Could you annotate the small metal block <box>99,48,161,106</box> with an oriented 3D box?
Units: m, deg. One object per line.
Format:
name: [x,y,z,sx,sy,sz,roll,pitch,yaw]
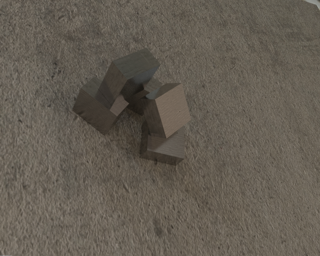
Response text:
small metal block: [-0.034,-0.056,0.342,0.050,0.050,0.025,-33,81,-38]

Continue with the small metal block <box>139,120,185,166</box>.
small metal block: [0.003,0.017,0.398,0.050,0.025,0.050,15,56,-20]

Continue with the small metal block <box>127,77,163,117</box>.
small metal block: [-0.032,-0.048,0.403,0.050,0.050,0.025,28,52,-11]

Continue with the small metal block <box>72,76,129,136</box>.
small metal block: [-0.072,-0.025,0.367,0.050,0.050,0.025,39,51,-3]

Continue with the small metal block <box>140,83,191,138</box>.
small metal block: [0.008,-0.022,0.377,0.050,0.025,0.050,-36,119,-39]
